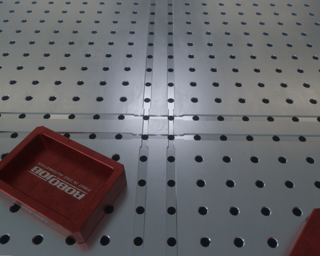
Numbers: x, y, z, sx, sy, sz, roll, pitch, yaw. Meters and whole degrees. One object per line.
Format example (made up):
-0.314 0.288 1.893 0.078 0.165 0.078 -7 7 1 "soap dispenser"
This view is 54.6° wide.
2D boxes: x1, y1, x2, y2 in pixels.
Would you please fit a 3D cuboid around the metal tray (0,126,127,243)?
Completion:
-0.116 0.058 0.354 0.130 0.030 0.090 23 54 18 "metal tray"

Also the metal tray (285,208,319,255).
0.183 0.147 0.282 0.130 0.030 0.090 32 57 24 "metal tray"
